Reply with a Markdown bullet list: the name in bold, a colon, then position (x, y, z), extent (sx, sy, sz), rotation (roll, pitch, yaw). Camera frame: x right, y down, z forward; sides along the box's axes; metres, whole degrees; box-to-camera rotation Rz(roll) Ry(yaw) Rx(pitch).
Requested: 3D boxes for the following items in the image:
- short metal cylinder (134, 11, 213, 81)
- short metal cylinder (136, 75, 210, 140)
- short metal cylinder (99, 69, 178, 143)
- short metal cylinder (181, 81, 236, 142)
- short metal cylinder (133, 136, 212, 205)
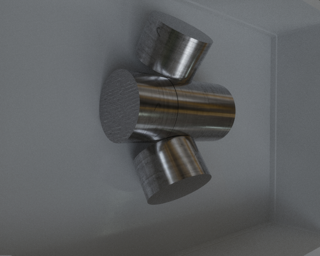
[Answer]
- **short metal cylinder**: position (0.016, -0.099, 0.372), extent (0.081, 0.080, 0.050), rotation (2, 127, -40)
- **short metal cylinder**: position (0.014, -0.022, 0.380), extent (0.050, 0.080, 0.080), rotation (2, 89, -40)
- **short metal cylinder**: position (-0.026, -0.023, 0.347), extent (0.050, 0.080, 0.080), rotation (2, 89, -40)
- **short metal cylinder**: position (0.052, -0.022, 0.412), extent (0.050, 0.080, 0.080), rotation (2, 89, -40)
- **short metal cylinder**: position (0.014, 0.052, 0.371), extent (0.081, 0.080, 0.050), rotation (0, 56, -40)
